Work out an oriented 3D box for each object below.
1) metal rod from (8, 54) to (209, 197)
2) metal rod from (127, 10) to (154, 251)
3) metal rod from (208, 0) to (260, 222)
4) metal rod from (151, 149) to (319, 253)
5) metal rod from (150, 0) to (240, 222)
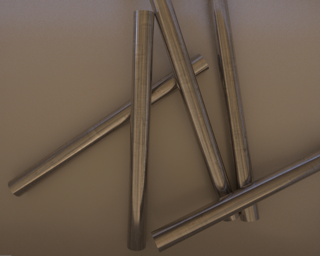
[{"bbox_3d":[-0.067,-0.004,0.410,0.301,0.025,0.025,-34,90,-1],"label":"metal rod"},{"bbox_3d":[-0.025,0.010,0.390,0.025,0.025,0.298,2,98,-1],"label":"metal rod"},{"bbox_3d":[0.098,-0.027,0.412,0.025,0.025,0.298,-9,90,0],"label":"metal rod"},{"bbox_3d":[0.131,0.075,0.389,0.302,0.025,0.025,-23,90,-10],"label":"metal rod"},{"bbox_3d":[0.046,-0.022,0.392,0.025,0.025,0.298,-19,98,0],"label":"metal rod"}]
